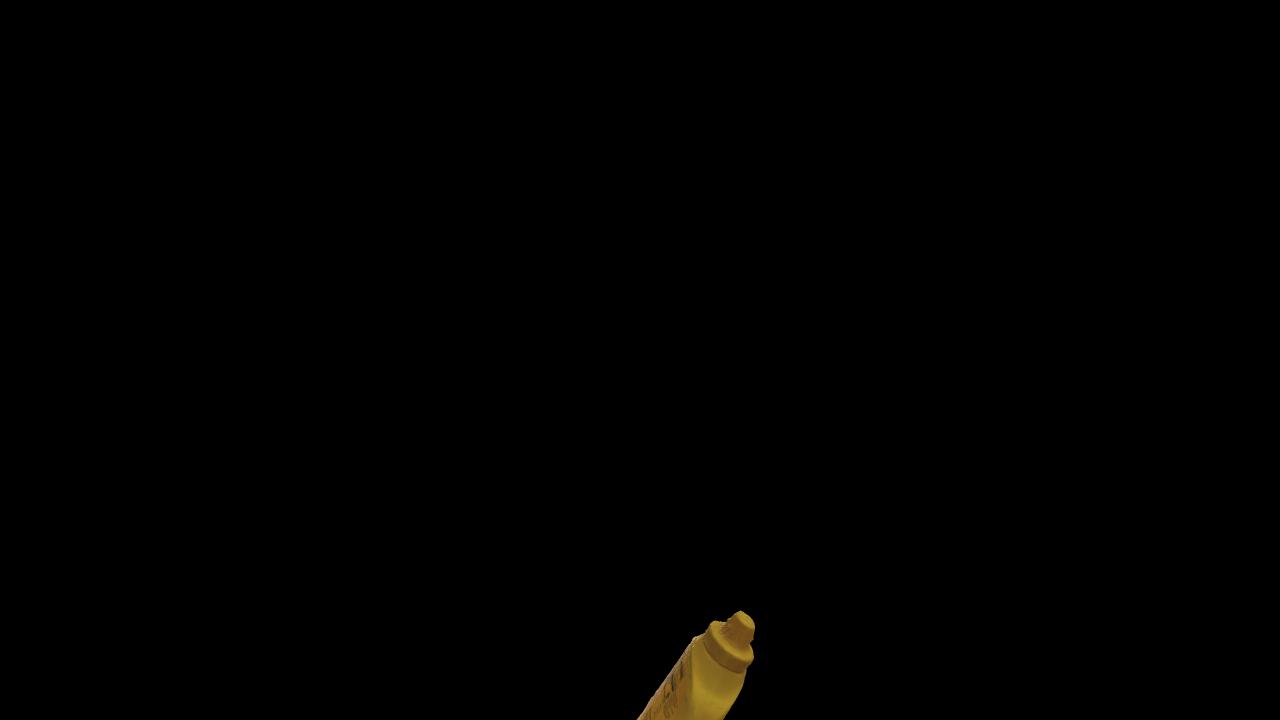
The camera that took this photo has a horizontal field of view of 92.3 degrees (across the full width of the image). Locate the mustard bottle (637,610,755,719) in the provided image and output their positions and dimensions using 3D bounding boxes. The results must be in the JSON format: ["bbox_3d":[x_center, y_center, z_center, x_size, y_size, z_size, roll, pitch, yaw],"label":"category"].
[{"bbox_3d":[0.040,0.284,0.509,0.054,0.184,0.092,32,10,8],"label":"mustard bottle"}]
